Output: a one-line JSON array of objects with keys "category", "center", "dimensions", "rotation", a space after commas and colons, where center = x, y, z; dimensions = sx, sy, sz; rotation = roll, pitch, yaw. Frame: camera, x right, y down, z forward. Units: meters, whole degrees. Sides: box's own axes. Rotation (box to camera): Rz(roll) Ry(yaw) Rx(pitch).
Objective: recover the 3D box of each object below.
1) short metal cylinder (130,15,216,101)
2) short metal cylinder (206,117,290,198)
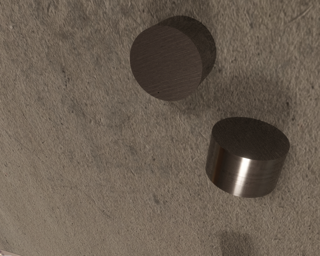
[{"category": "short metal cylinder", "center": [0.015, -0.075, 0.335], "dimensions": [0.080, 0.050, 0.079], "rotation": [13, 124, 20]}, {"category": "short metal cylinder", "center": [0.094, 0.030, 0.340], "dimensions": [0.080, 0.080, 0.050], "rotation": [17, 125, 18]}]
